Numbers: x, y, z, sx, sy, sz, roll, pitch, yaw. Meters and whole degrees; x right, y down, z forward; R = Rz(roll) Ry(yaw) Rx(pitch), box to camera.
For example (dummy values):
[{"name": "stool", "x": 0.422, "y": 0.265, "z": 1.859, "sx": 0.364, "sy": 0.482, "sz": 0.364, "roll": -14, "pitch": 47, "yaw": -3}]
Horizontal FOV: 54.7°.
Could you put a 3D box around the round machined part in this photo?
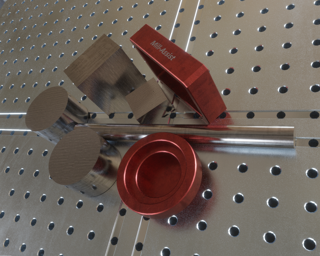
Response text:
[{"name": "round machined part", "x": 0.003, "y": 0.057, "z": 0.361, "sx": 0.098, "sy": 0.042, "sz": 0.098, "roll": -13, "pitch": 56, "yaw": 21}]

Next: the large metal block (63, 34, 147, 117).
[{"name": "large metal block", "x": -0.079, "y": -0.077, "z": 0.462, "sx": 0.080, "sy": 0.080, "sz": 0.050, "roll": -44, "pitch": 52, "yaw": -2}]

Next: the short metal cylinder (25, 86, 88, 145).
[{"name": "short metal cylinder", "x": -0.162, "y": -0.018, "z": 0.488, "sx": 0.080, "sy": 0.050, "sz": 0.080, "roll": -13, "pitch": 56, "yaw": 21}]

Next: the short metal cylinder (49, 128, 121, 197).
[{"name": "short metal cylinder", "x": -0.100, "y": 0.046, "z": 0.416, "sx": 0.080, "sy": 0.050, "sz": 0.080, "roll": -13, "pitch": 56, "yaw": 21}]

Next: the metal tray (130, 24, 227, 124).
[{"name": "metal tray", "x": 0.022, "y": -0.070, "z": 0.398, "sx": 0.030, "sy": 0.090, "sz": 0.130, "roll": -43, "pitch": 51, "yaw": -1}]

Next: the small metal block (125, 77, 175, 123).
[{"name": "small metal block", "x": -0.015, "y": -0.036, "z": 0.439, "sx": 0.050, "sy": 0.025, "sz": 0.050, "roll": -34, "pitch": 51, "yaw": 6}]

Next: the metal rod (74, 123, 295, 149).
[{"name": "metal rod", "x": 0.010, "y": 0.007, "z": 0.398, "sx": 0.300, "sy": 0.025, "sz": 0.025, "roll": 1, "pitch": 62, "yaw": 28}]
